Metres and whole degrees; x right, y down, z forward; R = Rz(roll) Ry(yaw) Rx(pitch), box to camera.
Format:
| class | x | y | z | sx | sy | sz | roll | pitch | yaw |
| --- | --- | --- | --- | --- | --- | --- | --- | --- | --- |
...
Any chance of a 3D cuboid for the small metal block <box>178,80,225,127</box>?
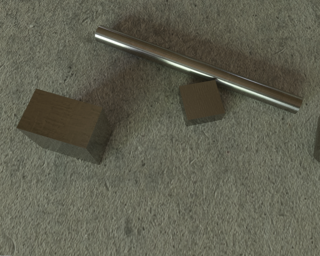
| class | x | y | z | sx | sy | sz | roll | pitch | yaw |
| --- | --- | --- | --- | --- | --- | --- | --- | --- | --- |
| small metal block | 0.055 | -0.034 | 0.421 | 0.050 | 0.025 | 0.050 | -11 | 71 | -4 |

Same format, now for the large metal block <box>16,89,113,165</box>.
| class | x | y | z | sx | sy | sz | roll | pitch | yaw |
| --- | --- | --- | --- | --- | --- | --- | --- | --- | --- |
| large metal block | -0.110 | 0.002 | 0.377 | 0.080 | 0.080 | 0.050 | 16 | 71 | 5 |

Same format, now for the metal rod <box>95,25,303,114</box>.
| class | x | y | z | sx | sy | sz | roll | pitch | yaw |
| --- | --- | --- | --- | --- | --- | --- | --- | --- | --- |
| metal rod | 0.049 | -0.085 | 0.439 | 0.301 | 0.025 | 0.025 | 22 | 71 | 7 |

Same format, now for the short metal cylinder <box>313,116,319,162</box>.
| class | x | y | z | sx | sy | sz | roll | pitch | yaw |
| --- | --- | --- | --- | --- | --- | --- | --- | --- | --- |
| short metal cylinder | 0.234 | 0.016 | 0.376 | 0.080 | 0.080 | 0.050 | 16 | 71 | 5 |
